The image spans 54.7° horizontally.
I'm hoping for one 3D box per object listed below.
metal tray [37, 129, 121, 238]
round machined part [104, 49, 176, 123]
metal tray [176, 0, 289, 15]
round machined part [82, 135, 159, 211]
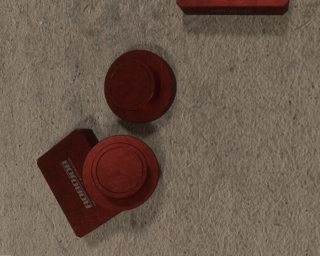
[{"bbox_3d":[-0.108,0.076,0.443,0.090,0.030,0.130,-36,79,16],"label":"metal tray"},{"bbox_3d":[-0.031,-0.056,0.410,0.098,0.042,0.097,0,90,19],"label":"round machined part"},{"bbox_3d":[0.091,-0.186,0.374,0.130,0.030,0.089,7,92,19],"label":"metal tray"},{"bbox_3d":[-0.050,0.056,0.395,0.099,0.042,0.098,1,75,-4],"label":"round machined part"}]
